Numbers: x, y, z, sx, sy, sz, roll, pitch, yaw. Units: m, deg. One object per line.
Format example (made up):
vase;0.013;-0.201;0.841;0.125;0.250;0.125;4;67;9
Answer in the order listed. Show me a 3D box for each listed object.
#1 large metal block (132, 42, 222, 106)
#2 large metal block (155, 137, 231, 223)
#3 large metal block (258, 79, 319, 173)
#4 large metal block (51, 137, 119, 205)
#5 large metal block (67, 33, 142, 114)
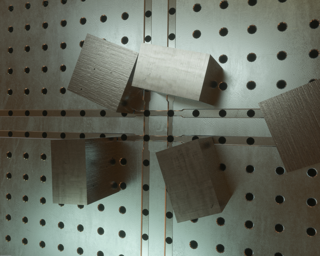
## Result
large metal block;0.024;-0.063;0.375;0.080;0.080;0.050;15;95;19
large metal block;0.043;0.057;0.368;0.050;0.080;0.080;-20;84;19
large metal block;0.164;-0.005;0.341;0.080;0.050;0.080;-23;83;18
large metal block;-0.099;0.054;0.419;0.050;0.080;0.080;-2;89;20
large metal block;-0.067;-0.072;0.424;0.080;0.050;0.080;25;98;18
